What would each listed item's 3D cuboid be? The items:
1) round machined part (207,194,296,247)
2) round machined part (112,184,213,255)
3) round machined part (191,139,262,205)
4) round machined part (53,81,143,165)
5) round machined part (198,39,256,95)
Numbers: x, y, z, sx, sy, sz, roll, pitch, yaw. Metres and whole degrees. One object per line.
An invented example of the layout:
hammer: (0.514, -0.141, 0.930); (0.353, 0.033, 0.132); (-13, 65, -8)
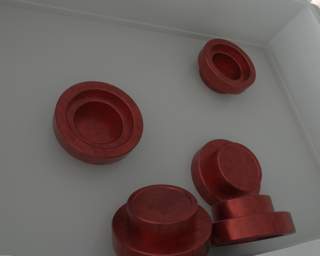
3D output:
round machined part: (0.094, 0.103, 0.346); (0.099, 0.098, 0.042); (4, 62, -26)
round machined part: (0.002, 0.090, 0.305); (0.099, 0.042, 0.098); (1, 19, 0)
round machined part: (0.094, 0.058, 0.410); (0.099, 0.042, 0.098); (14, 56, -21)
round machined part: (-0.073, -0.002, 0.357); (0.099, 0.042, 0.098); (14, 56, -21)
round machined part: (0.104, -0.095, 0.509); (0.099, 0.042, 0.098); (14, 56, -21)
